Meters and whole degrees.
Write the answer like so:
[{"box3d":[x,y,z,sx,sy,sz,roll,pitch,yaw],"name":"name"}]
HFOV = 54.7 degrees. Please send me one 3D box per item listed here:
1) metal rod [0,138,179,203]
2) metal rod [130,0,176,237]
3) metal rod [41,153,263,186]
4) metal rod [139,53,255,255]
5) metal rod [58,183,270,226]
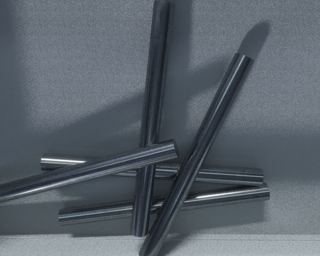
[{"box3d":[-0.123,0.064,0.405,0.301,0.025,0.025,-15,110,11],"name":"metal rod"},{"box3d":[-0.012,-0.001,0.391,0.025,0.025,0.298,6,104,-3],"name":"metal rod"},{"box3d":[-0.009,0.058,0.431,0.302,0.025,0.025,4,110,-2],"name":"metal rod"},{"box3d":[0.043,0.046,0.406,0.025,0.025,0.298,23,100,-9],"name":"metal rod"},{"box3d":[0.005,0.111,0.451,0.302,0.025,0.025,-8,110,2],"name":"metal rod"}]
